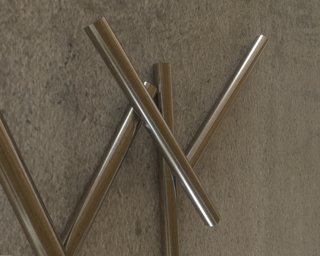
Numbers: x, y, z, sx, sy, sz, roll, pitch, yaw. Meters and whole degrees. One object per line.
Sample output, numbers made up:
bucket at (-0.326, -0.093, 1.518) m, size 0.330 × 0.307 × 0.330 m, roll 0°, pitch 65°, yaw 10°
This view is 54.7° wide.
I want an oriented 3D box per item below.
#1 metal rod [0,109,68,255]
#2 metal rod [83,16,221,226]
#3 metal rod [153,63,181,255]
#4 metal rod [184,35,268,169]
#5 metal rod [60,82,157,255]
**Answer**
metal rod at (-0.134, 0.031, 0.274) m, size 0.025 × 0.025 × 0.298 m, roll -28°, pitch 102°, yaw -37°
metal rod at (0.003, 0.010, 0.375) m, size 0.025 × 0.025 × 0.299 m, roll -46°, pitch 117°, yaw -31°
metal rod at (0.010, 0.065, 0.415) m, size 0.025 × 0.025 × 0.298 m, roll -5°, pitch 93°, yaw -40°
metal rod at (0.107, -0.047, 0.496) m, size 0.025 × 0.025 × 0.301 m, roll 50°, pitch 60°, yaw -29°
metal rod at (-0.074, 0.077, 0.344) m, size 0.025 × 0.025 × 0.300 m, roll 38°, pitch 66°, yaw -34°
